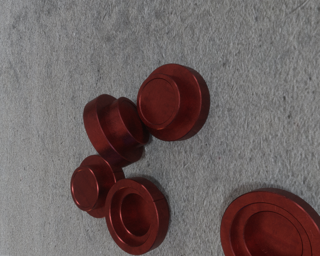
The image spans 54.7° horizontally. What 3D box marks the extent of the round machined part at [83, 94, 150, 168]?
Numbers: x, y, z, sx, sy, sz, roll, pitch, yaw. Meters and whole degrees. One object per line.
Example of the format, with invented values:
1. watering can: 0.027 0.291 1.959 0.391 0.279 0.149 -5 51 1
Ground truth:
1. round machined part: -0.050 -0.002 0.402 0.042 0.098 0.098 -28 72 20

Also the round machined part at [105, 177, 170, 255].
1. round machined part: -0.026 0.114 0.415 0.098 0.042 0.097 0 90 40

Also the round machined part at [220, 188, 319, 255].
1. round machined part: 0.112 0.107 0.301 0.098 0.042 0.097 0 90 40

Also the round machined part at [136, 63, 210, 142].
1. round machined part: 0.009 -0.032 0.386 0.098 0.042 0.097 0 90 40

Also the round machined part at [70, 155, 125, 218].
1. round machined part: -0.101 0.090 0.477 0.098 0.042 0.097 0 90 40
